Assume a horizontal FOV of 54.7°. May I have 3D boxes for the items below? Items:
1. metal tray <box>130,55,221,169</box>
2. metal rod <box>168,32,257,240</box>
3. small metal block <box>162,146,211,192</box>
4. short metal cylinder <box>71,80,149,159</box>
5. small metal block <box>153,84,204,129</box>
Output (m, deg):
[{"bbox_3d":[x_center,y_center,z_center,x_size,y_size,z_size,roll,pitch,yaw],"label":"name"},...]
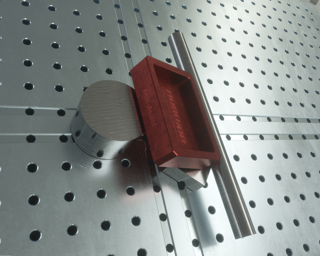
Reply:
[{"bbox_3d":[0.019,-0.017,0.376,0.091,0.030,0.130,11,55,-46],"label":"metal tray"},{"bbox_3d":[0.061,-0.007,0.415,0.025,0.025,0.299,-1,62,-29],"label":"metal rod"},{"bbox_3d":[0.038,0.046,0.401,0.050,0.025,0.050,34,51,-7],"label":"small metal block"},{"bbox_3d":[-0.059,-0.009,0.366,0.081,0.050,0.080,14,56,-21],"label":"short metal cylinder"},{"bbox_3d":[0.027,-0.031,0.444,0.050,0.025,0.050,-16,70,-35],"label":"small metal block"}]
